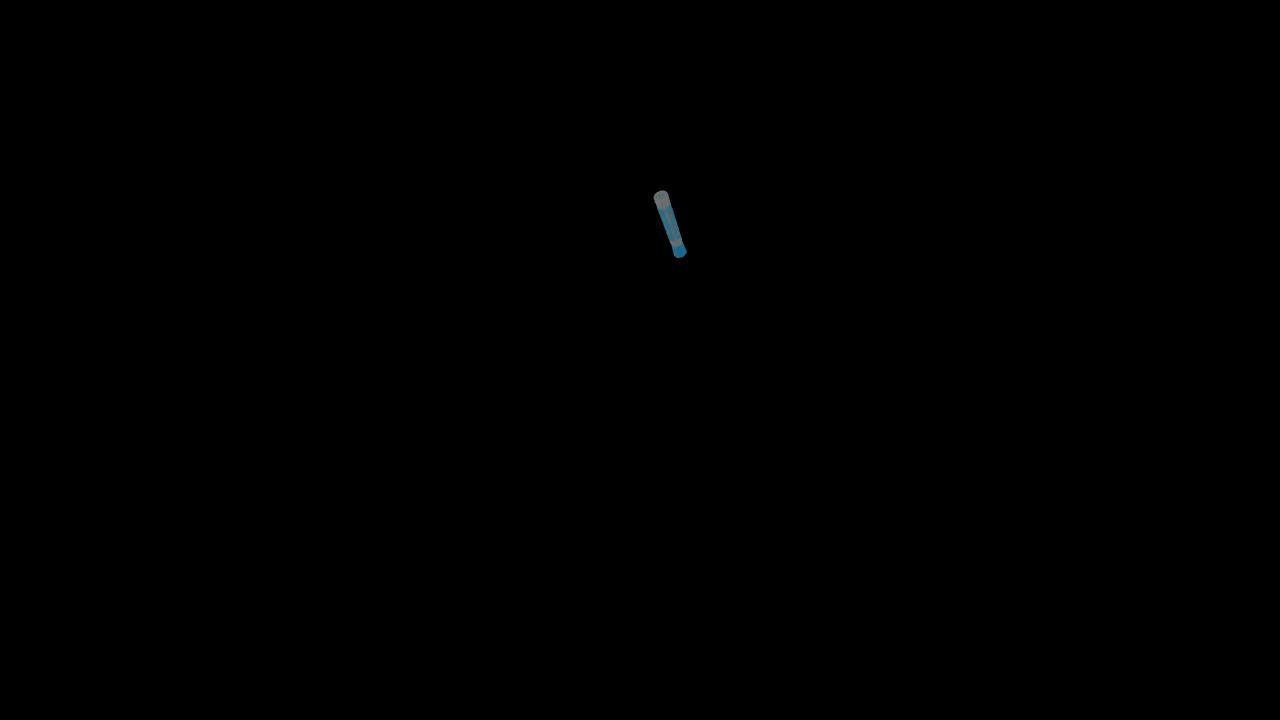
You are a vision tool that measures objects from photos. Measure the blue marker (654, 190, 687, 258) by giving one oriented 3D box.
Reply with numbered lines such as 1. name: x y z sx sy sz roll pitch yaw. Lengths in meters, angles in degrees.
1. blue marker: 0.042 -0.176 0.816 0.020 0.020 0.121 0 -28 18
